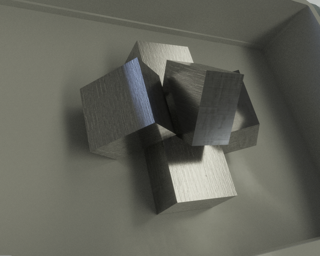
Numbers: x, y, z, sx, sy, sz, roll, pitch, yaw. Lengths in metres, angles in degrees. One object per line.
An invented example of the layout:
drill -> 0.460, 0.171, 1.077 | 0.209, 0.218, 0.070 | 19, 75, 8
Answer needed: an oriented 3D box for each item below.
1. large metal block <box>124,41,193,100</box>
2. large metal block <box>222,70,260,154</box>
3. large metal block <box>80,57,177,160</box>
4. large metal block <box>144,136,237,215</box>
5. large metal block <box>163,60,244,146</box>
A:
large metal block -> 0.004, -0.069, 0.429 | 0.081, 0.050, 0.080 | -2, 63, -29
large metal block -> 0.095, -0.018, 0.422 | 0.050, 0.080, 0.080 | -16, 65, 7
large metal block -> -0.037, -0.019, 0.350 | 0.050, 0.080, 0.080 | 30, 40, -58
large metal block -> 0.035, 0.054, 0.374 | 0.081, 0.050, 0.080 | 1, 62, -28
large metal block -> 0.043, -0.031, 0.359 | 0.050, 0.079, 0.080 | 0, 18, -30
